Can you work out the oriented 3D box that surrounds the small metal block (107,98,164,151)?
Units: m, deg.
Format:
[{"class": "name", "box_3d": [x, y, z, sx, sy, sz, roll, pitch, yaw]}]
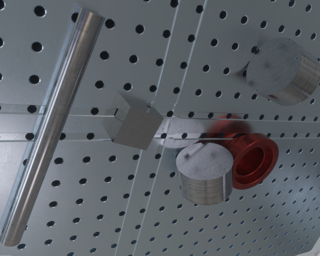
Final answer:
[{"class": "small metal block", "box_3d": [-0.031, -0.003, 0.392, 0.050, 0.025, 0.050, 17, 109, -35]}]

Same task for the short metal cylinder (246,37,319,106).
[{"class": "short metal cylinder", "box_3d": [0.166, -0.075, 0.421, 0.050, 0.080, 0.080, 17, 109, -35]}]

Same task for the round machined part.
[{"class": "round machined part", "box_3d": [0.142, 0.050, 0.509, 0.099, 0.042, 0.097, -14, 124, -21]}]

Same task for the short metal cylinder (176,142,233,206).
[{"class": "short metal cylinder", "box_3d": [0.066, 0.065, 0.453, 0.081, 0.080, 0.050, -20, 126, -17]}]

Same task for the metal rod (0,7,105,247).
[{"class": "metal rod", "box_3d": [-0.128, 0.014, 0.349, 0.025, 0.025, 0.298, 14, 111, -34]}]
